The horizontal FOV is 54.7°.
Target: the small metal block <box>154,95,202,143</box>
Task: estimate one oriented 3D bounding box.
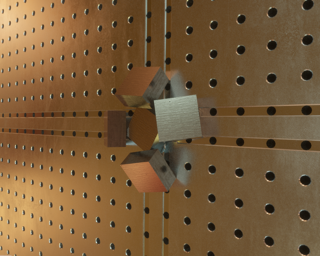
[{"bbox_3d":[0.022,-0.010,0.374,0.050,0.025,0.050,-8,84,4],"label":"small metal block"}]

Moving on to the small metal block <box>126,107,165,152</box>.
[{"bbox_3d":[-0.014,0.000,0.419,0.050,0.025,0.050,38,113,33],"label":"small metal block"}]

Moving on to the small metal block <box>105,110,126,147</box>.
[{"bbox_3d":[-0.065,0.001,0.446,0.050,0.025,0.050,180,90,-74],"label":"small metal block"}]

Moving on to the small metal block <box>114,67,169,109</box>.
[{"bbox_3d":[-0.024,-0.054,0.411,0.050,0.025,0.050,8,59,39],"label":"small metal block"}]

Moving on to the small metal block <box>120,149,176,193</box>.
[{"bbox_3d":[-0.015,0.057,0.404,0.050,0.025,0.050,-11,119,39],"label":"small metal block"}]
